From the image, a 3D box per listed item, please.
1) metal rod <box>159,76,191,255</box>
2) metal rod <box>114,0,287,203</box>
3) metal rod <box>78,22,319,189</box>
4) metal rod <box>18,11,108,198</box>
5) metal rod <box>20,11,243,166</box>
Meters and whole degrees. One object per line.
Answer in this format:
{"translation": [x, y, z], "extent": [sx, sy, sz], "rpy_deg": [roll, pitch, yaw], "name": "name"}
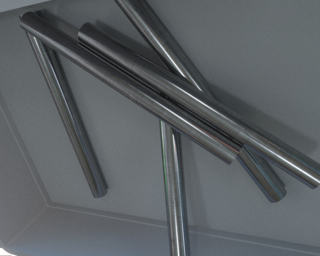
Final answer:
{"translation": [0.019, 0.088, 0.371], "extent": [0.025, 0.025, 0.298], "rpy_deg": [-4, 91, 30], "name": "metal rod"}
{"translation": [0.052, -0.032, 0.360], "extent": [0.025, 0.025, 0.300], "rpy_deg": [-32, 101, 38], "name": "metal rod"}
{"translation": [0.034, -0.032, 0.334], "extent": [0.300, 0.025, 0.025], "rpy_deg": [34, 129, 12], "name": "metal rod"}
{"translation": [-0.137, -0.019, 0.466], "extent": [0.025, 0.025, 0.298], "rpy_deg": [-1, 118, 28], "name": "metal rod"}
{"translation": [-0.043, -0.052, 0.356], "extent": [0.300, 0.025, 0.025], "rpy_deg": [34, 129, 12], "name": "metal rod"}
